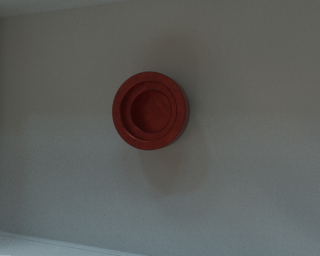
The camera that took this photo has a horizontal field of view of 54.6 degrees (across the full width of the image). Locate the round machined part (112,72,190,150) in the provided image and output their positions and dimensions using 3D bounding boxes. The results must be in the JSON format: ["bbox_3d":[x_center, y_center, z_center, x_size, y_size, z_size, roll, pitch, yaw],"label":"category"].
[{"bbox_3d":[-0.009,-0.021,0.402,0.098,0.042,0.097,0,90,20],"label":"round machined part"}]
